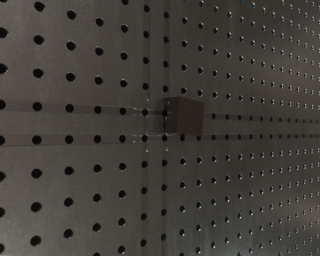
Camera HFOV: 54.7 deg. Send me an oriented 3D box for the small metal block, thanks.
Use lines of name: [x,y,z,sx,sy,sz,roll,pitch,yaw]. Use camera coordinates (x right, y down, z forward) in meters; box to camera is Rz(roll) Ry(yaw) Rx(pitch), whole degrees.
small metal block: [0.035,-0.015,0.441,0.050,0.025,0.050,9,85,-40]
